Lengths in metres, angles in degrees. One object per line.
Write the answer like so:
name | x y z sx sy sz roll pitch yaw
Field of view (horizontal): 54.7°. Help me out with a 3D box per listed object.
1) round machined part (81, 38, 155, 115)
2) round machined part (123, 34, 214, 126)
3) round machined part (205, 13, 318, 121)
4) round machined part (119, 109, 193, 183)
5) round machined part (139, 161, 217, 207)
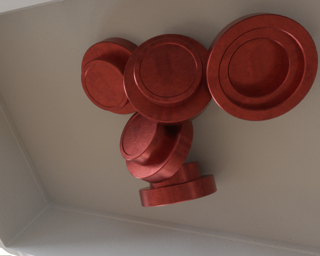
round machined part | -0.059 -0.060 0.390 0.098 0.042 0.097 13 124 20
round machined part | 0.010 -0.054 0.323 0.099 0.042 0.097 -1 80 5
round machined part | 0.092 -0.059 0.297 0.099 0.042 0.097 1 114 2
round machined part | -0.011 0.013 0.370 0.042 0.098 0.098 29 137 -35
round machined part | 0.021 0.070 0.401 0.098 0.099 0.042 -17 81 34
